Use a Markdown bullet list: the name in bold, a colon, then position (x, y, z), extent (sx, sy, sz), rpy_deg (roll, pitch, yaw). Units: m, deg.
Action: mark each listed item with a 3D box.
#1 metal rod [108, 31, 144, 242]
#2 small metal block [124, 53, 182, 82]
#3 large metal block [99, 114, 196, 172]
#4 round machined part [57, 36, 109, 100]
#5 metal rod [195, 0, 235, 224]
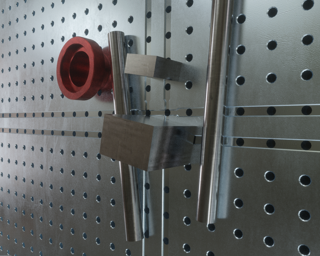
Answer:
- **metal rod**: position (-0.050, 0.008, 0.448), extent (0.025, 0.025, 0.298), rpy_deg (-10, 84, 39)
- **small metal block**: position (-0.009, -0.078, 0.398), extent (0.050, 0.050, 0.025), rpy_deg (15, 100, 38)
- **large metal block**: position (-0.015, 0.015, 0.384), extent (0.080, 0.081, 0.050), rpy_deg (14, 99, 39)
- **round machined part**: position (-0.119, -0.092, 0.494), extent (0.098, 0.042, 0.097), rpy_deg (0, 90, 39)
- **metal rod**: position (0.064, -0.041, 0.354), extent (0.025, 0.025, 0.298), rpy_deg (6, 94, 39)
